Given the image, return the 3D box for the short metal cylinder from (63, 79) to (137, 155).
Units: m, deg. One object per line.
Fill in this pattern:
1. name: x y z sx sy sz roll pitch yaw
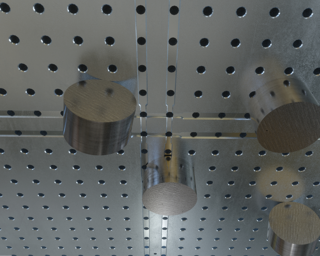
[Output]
1. short metal cylinder: -0.071 -0.014 0.363 0.081 0.080 0.050 9 130 -8

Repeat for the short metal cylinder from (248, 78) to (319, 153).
1. short metal cylinder: 0.155 -0.015 0.384 0.081 0.050 0.079 0 130 0

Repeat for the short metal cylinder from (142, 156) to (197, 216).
1. short metal cylinder: 0.014 0.089 0.471 0.081 0.050 0.079 0 130 0

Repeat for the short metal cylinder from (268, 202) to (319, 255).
1. short metal cylinder: 0.225 0.173 0.525 0.080 0.080 0.050 -7 130 6
